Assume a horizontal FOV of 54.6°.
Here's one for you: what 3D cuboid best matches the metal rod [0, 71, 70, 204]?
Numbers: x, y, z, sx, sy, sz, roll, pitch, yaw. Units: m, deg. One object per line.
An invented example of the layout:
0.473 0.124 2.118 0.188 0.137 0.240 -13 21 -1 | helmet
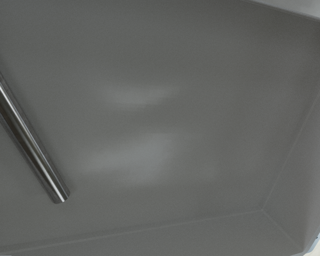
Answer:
-0.157 -0.030 0.303 0.025 0.025 0.299 -25 128 -13 | metal rod
